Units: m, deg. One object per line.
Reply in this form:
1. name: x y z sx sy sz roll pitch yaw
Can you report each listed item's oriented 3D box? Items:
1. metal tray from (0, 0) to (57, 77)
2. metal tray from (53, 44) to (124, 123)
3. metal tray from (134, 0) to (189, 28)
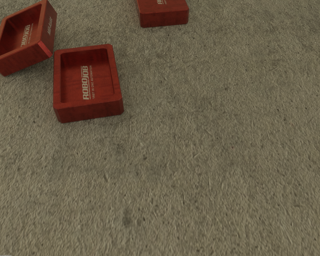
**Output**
1. metal tray: -0.219 -0.150 0.505 0.090 0.030 0.130 -19 50 9
2. metal tray: -0.107 -0.070 0.457 0.091 0.030 0.130 -9 51 -8
3. metal tray: -0.001 -0.249 0.609 0.091 0.030 0.130 -7 50 -6
